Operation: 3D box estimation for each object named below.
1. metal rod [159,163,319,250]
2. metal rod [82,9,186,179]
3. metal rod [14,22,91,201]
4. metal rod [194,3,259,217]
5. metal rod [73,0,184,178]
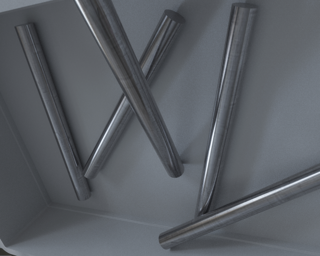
[{"bbox_3d":[0.112,0.097,0.387,0.299,0.025,0.025,-35,99,31],"label":"metal rod"},{"bbox_3d":[-0.050,-0.022,0.419,0.025,0.025,0.298,37,129,3],"label":"metal rod"},{"bbox_3d":[-0.159,-0.009,0.484,0.025,0.025,0.298,4,120,26],"label":"metal rod"},{"bbox_3d":[0.072,0.008,0.374,0.025,0.025,0.298,16,125,18],"label":"metal rod"},{"bbox_3d":[-0.017,-0.026,0.318,0.025,0.025,0.299,8,149,24],"label":"metal rod"}]
